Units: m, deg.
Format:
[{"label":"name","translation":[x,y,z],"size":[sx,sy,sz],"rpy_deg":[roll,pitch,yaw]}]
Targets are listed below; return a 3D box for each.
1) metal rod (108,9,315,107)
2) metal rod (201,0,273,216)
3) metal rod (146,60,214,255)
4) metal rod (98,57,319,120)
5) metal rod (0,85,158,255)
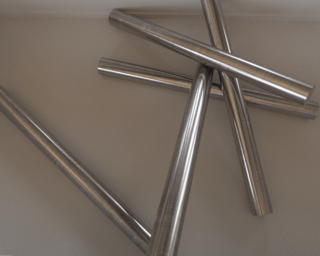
[{"label":"metal rod","translation":[0.045,-0.101,0.402],"size":[0.300,0.025,0.025],"rpy_deg":[30,72,28]},{"label":"metal rod","translation":[0.095,-0.041,0.399],"size":[0.025,0.025,0.299],"rpy_deg":[-11,80,-4]},{"label":"metal rod","translation":[0.029,0.019,0.329],"size":[0.025,0.025,0.300],"rpy_deg":[14,50,5]},{"label":"metal rod","translation":[0.063,-0.056,0.430],"size":[0.302,0.025,0.025],"rpy_deg":[13,71,4]},{"label":"metal rod","translation":[-0.116,0.045,0.392],"size":[0.300,0.025,0.025],"rpy_deg":[40,75,13]}]
